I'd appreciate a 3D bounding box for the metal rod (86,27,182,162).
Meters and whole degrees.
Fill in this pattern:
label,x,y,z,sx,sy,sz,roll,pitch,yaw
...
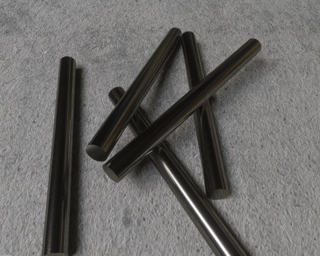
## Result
label,x,y,z,sx,sy,sz,roll,pitch,yaw
metal rod,-0.020,-0.068,0.435,0.025,0.025,0.301,14,44,12

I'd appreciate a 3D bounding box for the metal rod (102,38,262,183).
label,x,y,z,sx,sy,sz,roll,pitch,yaw
metal rod,0.046,-0.039,0.401,0.025,0.025,0.302,33,57,25

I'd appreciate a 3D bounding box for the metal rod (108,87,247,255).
label,x,y,z,sx,sy,sz,roll,pitch,yaw
metal rod,0.013,0.050,0.360,0.025,0.025,0.300,-24,54,-19

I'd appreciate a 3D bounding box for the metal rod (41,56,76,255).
label,x,y,z,sx,sy,sz,roll,pitch,yaw
metal rod,-0.123,0.011,0.392,0.025,0.025,0.300,-6,50,-6

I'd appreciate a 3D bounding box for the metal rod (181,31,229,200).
label,x,y,z,sx,sy,sz,roll,pitch,yaw
metal rod,0.056,-0.041,0.437,0.025,0.025,0.300,-2,50,-2
